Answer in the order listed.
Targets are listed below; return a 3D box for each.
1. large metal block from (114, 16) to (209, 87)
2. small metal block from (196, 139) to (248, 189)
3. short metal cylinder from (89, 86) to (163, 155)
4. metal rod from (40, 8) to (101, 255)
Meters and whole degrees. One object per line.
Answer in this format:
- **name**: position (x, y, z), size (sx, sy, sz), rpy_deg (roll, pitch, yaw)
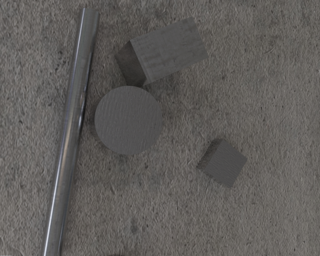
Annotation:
- **large metal block**: position (-0.001, -0.088, 0.379), size (0.081, 0.080, 0.050), rpy_deg (-27, 99, -18)
- **small metal block**: position (0.089, 0.050, 0.442), size (0.050, 0.025, 0.050), rpy_deg (37, 78, -17)
- **short metal cylinder**: position (-0.043, -0.009, 0.380), size (0.081, 0.050, 0.080), rpy_deg (0, 90, -20)
- **metal rod**: position (-0.106, 0.007, 0.369), size (0.025, 0.025, 0.298), rpy_deg (9, 87, -20)
